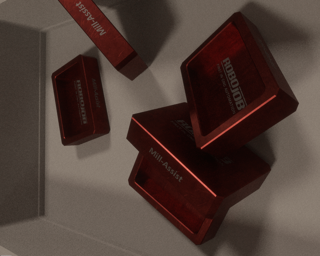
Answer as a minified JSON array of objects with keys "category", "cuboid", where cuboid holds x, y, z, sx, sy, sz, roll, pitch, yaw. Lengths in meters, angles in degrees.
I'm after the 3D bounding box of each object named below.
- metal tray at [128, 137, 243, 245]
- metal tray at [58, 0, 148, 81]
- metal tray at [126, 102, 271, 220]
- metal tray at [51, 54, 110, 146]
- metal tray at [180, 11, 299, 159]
[{"category":"metal tray","cuboid":[0.025,0.065,0.381,0.130,0.030,0.089,34,111,34]},{"category":"metal tray","cuboid":[-0.073,-0.124,0.393,0.030,0.090,0.130,-40,87,5]},{"category":"metal tray","cuboid":[0.038,0.025,0.328,0.130,0.091,0.030,42,130,31]},{"category":"metal tray","cuboid":[-0.133,-0.043,0.510,0.090,0.030,0.129,-20,78,38]},{"category":"metal tray","cuboid":[0.069,-0.045,0.308,0.090,0.030,0.130,-40,38,32]}]
